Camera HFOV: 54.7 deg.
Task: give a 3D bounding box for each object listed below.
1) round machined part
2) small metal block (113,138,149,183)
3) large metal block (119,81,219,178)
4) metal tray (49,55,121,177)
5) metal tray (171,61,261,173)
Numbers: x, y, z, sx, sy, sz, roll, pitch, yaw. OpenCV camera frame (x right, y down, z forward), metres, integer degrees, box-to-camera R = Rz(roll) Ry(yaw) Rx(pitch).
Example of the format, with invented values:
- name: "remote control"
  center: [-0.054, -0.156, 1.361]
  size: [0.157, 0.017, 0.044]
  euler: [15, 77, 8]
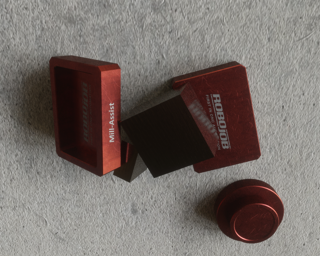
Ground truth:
- name: "round machined part"
  center: [0.131, 0.127, 0.450]
  size: [0.099, 0.042, 0.097]
  euler: [0, 110, -1]
- name: "small metal block"
  center: [-0.033, 0.036, 0.406]
  size: [0.025, 0.050, 0.050]
  euler: [23, 110, 17]
- name: "large metal block"
  center: [0.013, 0.003, 0.368]
  size: [0.080, 0.050, 0.080]
  euler: [-23, 106, 24]
- name: "metal tray"
  center: [-0.090, -0.016, 0.373]
  size: [0.090, 0.030, 0.129]
  euler: [17, 115, 34]
- name: "metal tray"
  center: [0.074, -0.012, 0.404]
  size: [0.090, 0.030, 0.129]
  euler: [-15, 110, 4]
